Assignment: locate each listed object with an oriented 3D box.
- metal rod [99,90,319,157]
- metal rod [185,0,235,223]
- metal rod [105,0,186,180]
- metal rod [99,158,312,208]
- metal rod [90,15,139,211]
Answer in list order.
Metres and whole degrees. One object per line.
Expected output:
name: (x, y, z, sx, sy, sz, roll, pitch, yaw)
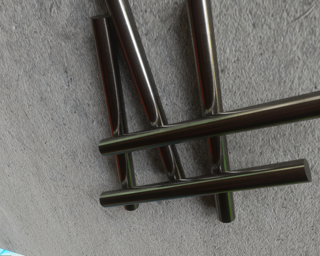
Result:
metal rod: (0.047, 0.000, 0.348, 0.300, 0.025, 0.025, -12, 112, 33)
metal rod: (0.064, -0.007, 0.368, 0.025, 0.025, 0.298, 2, 120, 27)
metal rod: (-0.019, -0.056, 0.382, 0.025, 0.025, 0.298, -5, 116, 30)
metal rod: (0.033, 0.078, 0.403, 0.300, 0.025, 0.025, -16, 110, 34)
metal rod: (-0.058, -0.001, 0.436, 0.025, 0.025, 0.298, 9, 123, 23)
